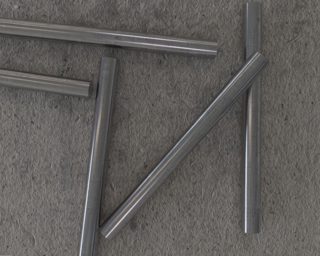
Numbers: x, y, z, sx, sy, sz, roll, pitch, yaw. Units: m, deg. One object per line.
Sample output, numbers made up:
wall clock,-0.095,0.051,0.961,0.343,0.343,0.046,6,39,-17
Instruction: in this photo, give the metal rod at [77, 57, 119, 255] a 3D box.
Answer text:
metal rod,-0.084,0.057,0.409,0.025,0.025,0.298,7,90,0

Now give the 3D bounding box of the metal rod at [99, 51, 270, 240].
metal rod,0.028,0.026,0.396,0.025,0.025,0.299,41,95,0

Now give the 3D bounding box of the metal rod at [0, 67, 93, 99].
metal rod,-0.241,-0.072,0.407,0.302,0.025,0.025,8,90,0

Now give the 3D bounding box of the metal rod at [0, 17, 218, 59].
metal rod,-0.076,-0.119,0.409,0.302,0.025,0.025,6,90,0

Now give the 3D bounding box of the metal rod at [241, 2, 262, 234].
metal rod,0.121,-0.013,0.410,0.025,0.025,0.298,0,90,0
